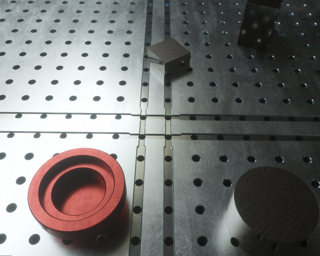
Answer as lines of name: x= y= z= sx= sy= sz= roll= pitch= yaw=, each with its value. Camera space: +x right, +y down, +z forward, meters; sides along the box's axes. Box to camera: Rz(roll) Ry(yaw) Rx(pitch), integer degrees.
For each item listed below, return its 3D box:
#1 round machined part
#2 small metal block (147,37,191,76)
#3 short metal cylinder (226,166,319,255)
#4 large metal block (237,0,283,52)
round machined part: x=-0.085 y=0.073 z=0.335 sx=0.099 sy=0.042 sz=0.098 roll=0 pitch=50 yaw=0
small metal block: x=0.014 y=-0.118 z=0.507 sx=0.050 sy=0.025 sz=0.050 roll=-27 pitch=55 yaw=-21
short metal cylinder: x=0.112 y=0.087 z=0.320 sx=0.081 sy=0.050 sz=0.080 roll=0 pitch=50 yaw=0
large metal block: x=0.177 y=-0.194 z=0.537 sx=0.050 sy=0.080 sz=0.080 roll=20 pitch=53 yaw=15
